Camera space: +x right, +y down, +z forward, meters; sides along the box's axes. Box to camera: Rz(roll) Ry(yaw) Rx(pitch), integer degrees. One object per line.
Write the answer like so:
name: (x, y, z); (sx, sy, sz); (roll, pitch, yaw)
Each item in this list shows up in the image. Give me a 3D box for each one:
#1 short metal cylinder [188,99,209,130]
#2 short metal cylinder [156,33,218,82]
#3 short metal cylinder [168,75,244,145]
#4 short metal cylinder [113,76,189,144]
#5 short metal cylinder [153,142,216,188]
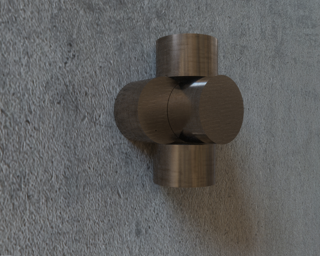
short metal cylinder: (0.052, -0.022, 0.435); (0.081, 0.050, 0.079); (0, 90, -40)
short metal cylinder: (0.035, -0.086, 0.402); (0.081, 0.080, 0.050); (0, 91, -40)
short metal cylinder: (0.056, -0.021, 0.373); (0.081, 0.050, 0.079); (0, 90, -40)
short metal cylinder: (-0.010, -0.021, 0.383); (0.081, 0.050, 0.079); (0, 90, -40)
short metal cylinder: (0.032, 0.044, 0.400); (0.081, 0.080, 0.050); (0, 90, -40)
